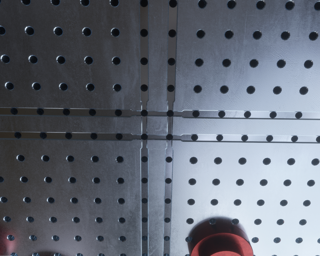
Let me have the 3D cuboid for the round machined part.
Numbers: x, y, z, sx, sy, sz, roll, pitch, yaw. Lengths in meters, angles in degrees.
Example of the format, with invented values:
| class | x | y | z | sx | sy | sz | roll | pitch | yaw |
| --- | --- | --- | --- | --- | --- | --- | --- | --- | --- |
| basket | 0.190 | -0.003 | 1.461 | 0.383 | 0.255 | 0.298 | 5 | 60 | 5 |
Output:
| class | x | y | z | sx | sy | sz | roll | pitch | yaw |
| --- | --- | --- | --- | --- | --- | --- | --- | --- | --- |
| round machined part | 0.096 | 0.202 | 0.479 | 0.099 | 0.042 | 0.097 | 0 | 110 | 0 |
